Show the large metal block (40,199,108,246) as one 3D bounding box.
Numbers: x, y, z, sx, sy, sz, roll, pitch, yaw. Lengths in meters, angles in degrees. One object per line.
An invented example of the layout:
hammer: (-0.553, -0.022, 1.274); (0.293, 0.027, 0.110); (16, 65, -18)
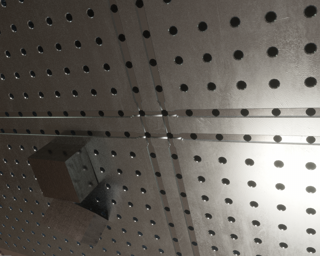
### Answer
large metal block: (-0.149, 0.166, 0.551); (0.080, 0.050, 0.080); (19, 159, 16)

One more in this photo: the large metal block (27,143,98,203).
large metal block: (-0.162, 0.074, 0.523); (0.080, 0.050, 0.079); (2, 118, 27)
